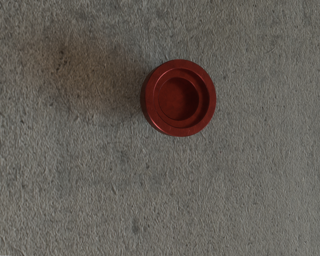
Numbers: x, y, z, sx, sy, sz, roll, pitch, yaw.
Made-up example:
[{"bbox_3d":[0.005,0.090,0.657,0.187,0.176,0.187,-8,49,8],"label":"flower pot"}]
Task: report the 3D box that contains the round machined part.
[{"bbox_3d":[0.021,-0.038,0.407,0.099,0.042,0.097,0,90,-20],"label":"round machined part"}]
